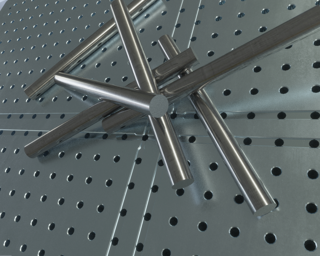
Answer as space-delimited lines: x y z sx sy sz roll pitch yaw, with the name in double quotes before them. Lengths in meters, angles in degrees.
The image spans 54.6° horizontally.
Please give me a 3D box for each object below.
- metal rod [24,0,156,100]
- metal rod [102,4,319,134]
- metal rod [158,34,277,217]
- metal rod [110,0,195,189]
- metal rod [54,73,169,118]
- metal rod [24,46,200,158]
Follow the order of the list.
"metal rod" -0.125 -0.155 0.570 0.300 0.025 0.025 -39 51 2
"metal rod" 0.045 -0.059 0.384 0.300 0.025 0.025 -25 52 27
"metal rod" 0.056 -0.028 0.396 0.025 0.025 0.300 -30 52 9
"metal rod" -0.020 -0.063 0.399 0.025 0.025 0.299 -27 59 12
"metal rod" -0.090 -0.056 0.443 0.300 0.025 0.025 20 72 51
"metal rod" -0.080 -0.029 0.451 0.300 0.025 0.025 -28 52 17
